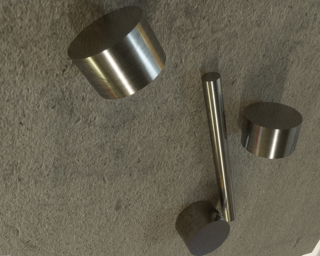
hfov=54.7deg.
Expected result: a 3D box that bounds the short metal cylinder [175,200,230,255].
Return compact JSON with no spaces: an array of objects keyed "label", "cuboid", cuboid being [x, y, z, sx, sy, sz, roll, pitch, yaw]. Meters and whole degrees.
[{"label":"short metal cylinder","cuboid":[0.074,0.174,0.539,0.081,0.050,0.079,-14,124,-21]}]

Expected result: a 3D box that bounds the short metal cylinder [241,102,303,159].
[{"label":"short metal cylinder","cuboid":[0.164,0.002,0.462,0.081,0.080,0.050,-15,125,-20]}]

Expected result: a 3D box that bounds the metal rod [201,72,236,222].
[{"label":"metal rod","cuboid":[0.098,0.049,0.490,0.025,0.025,0.298,-25,128,-13]}]

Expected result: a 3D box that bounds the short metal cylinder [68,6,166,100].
[{"label":"short metal cylinder","cuboid":[-0.041,-0.074,0.303,0.080,0.080,0.050,-37,129,-4]}]
